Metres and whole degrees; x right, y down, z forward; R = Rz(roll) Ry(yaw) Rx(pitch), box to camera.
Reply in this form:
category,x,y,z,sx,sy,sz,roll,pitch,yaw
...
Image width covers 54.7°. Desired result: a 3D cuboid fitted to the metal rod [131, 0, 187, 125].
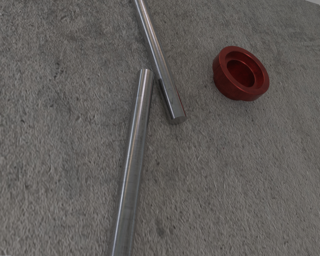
category,x,y,z,sx,sy,sz,roll,pitch,yaw
metal rod,-0.014,-0.142,0.482,0.025,0.025,0.299,-3,63,-30

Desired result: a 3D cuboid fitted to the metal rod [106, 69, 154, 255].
category,x,y,z,sx,sy,sz,roll,pitch,yaw
metal rod,-0.032,0.050,0.355,0.025,0.025,0.300,18,55,-18

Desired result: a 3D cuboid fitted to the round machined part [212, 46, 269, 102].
category,x,y,z,sx,sy,sz,roll,pitch,yaw
round machined part,0.128,-0.085,0.513,0.099,0.042,0.098,14,56,-21
